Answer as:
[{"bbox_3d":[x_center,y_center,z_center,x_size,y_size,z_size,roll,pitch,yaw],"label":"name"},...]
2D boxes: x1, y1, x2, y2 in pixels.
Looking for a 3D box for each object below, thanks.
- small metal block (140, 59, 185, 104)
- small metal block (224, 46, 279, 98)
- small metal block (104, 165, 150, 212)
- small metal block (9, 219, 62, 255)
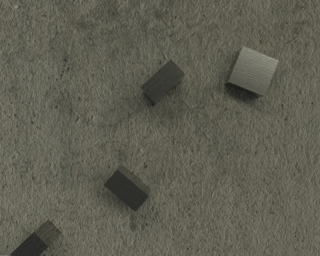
[{"bbox_3d":[0.003,-0.057,0.397,0.050,0.050,0.025,-43,90,0],"label":"small metal block"},{"bbox_3d":[0.121,-0.073,0.411,0.050,0.025,0.050,22,90,0],"label":"small metal block"},{"bbox_3d":[-0.040,0.075,0.397,0.050,0.050,0.025,41,90,0],"label":"small metal block"},{"bbox_3d":[-0.161,0.151,0.396,0.050,0.050,0.025,-44,90,0],"label":"small metal block"}]
